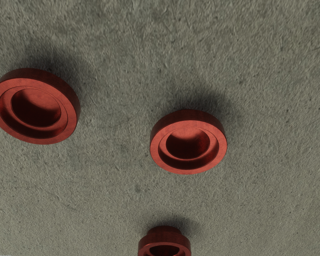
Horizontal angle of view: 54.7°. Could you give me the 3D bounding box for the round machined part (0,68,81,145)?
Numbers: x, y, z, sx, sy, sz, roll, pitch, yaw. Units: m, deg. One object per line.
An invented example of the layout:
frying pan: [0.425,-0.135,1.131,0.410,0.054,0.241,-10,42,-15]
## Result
round machined part: [-0.145,-0.029,0.370,0.099,0.042,0.097,0,130,0]

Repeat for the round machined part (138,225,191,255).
round machined part: [0.008,0.220,0.584,0.099,0.042,0.097,0,130,0]

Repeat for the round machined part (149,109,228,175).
round machined part: [0.036,0.014,0.408,0.099,0.042,0.097,0,130,0]
